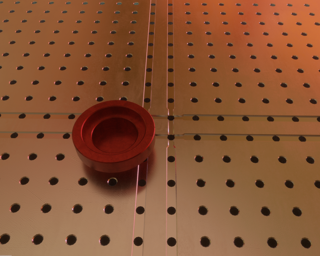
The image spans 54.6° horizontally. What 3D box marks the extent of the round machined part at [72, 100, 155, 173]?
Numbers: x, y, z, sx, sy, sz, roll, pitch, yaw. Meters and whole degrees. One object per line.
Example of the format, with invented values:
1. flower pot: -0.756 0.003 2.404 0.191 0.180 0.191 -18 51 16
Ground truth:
1. round machined part: -0.055 0.014 0.385 0.099 0.042 0.098 0 50 0
